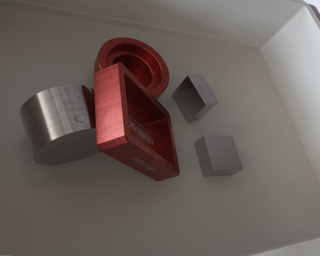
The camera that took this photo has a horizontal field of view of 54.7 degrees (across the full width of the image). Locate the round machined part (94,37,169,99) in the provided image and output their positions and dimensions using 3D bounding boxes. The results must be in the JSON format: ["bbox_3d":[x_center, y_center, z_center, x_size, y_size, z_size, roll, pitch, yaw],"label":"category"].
[{"bbox_3d":[-0.040,-0.071,0.417,0.099,0.042,0.098,14,56,-21],"label":"round machined part"}]

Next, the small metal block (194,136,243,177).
[{"bbox_3d":[0.080,0.039,0.427,0.050,0.025,0.050,2,61,-28],"label":"small metal block"}]

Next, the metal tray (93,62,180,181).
[{"bbox_3d":[-0.022,-0.001,0.343,0.130,0.030,0.090,42,34,-56],"label":"metal tray"}]

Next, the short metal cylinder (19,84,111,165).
[{"bbox_3d":[-0.096,-0.002,0.320,0.081,0.080,0.050,-12,68,-34],"label":"short metal cylinder"}]

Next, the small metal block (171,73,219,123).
[{"bbox_3d":[0.049,-0.043,0.444,0.025,0.050,0.050,-17,71,-35],"label":"small metal block"}]
